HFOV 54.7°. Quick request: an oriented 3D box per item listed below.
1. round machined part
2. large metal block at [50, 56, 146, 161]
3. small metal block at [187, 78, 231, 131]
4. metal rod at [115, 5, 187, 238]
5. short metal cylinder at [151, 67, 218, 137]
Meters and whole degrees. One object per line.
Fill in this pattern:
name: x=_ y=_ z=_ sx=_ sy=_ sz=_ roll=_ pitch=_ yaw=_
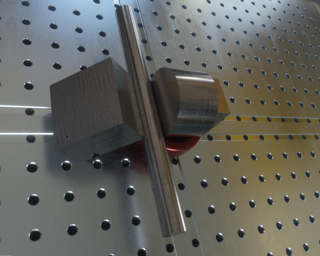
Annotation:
round machined part: x=0.004 y=-0.006 z=0.403 sx=0.099 sy=0.042 sz=0.098 roll=14 pitch=56 yaw=-21
large metal block: x=-0.069 y=-0.018 z=0.340 sx=0.050 sy=0.080 sz=0.080 roll=40 pitch=33 yaw=-60
small metal block: x=0.056 y=-0.028 z=0.387 sx=0.025 sy=0.050 sz=0.050 roll=1 pitch=62 yaw=-28
metal rod: x=-0.018 y=-0.028 z=0.364 sx=0.025 sy=0.025 sz=0.299 roll=1 pitch=61 yaw=-28
short metal cylinder: x=0.024 y=-0.029 z=0.366 sx=0.050 sy=0.080 sz=0.080 roll=1 pitch=62 yaw=-28
